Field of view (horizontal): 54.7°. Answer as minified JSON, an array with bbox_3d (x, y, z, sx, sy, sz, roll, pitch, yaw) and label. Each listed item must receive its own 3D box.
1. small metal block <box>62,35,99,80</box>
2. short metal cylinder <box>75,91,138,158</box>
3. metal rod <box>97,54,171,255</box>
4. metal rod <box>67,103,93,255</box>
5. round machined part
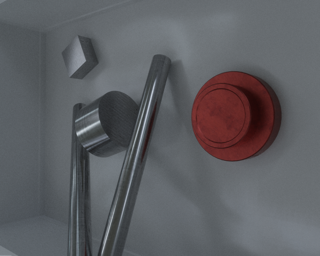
[{"bbox_3d":[-0.133,-0.116,0.514,0.050,0.025,0.050,-32,70,35],"label":"small metal block"},{"bbox_3d":[-0.067,-0.004,0.424,0.050,0.081,0.080,-23,76,37],"label":"short metal cylinder"},{"bbox_3d":[-0.031,0.047,0.353,0.025,0.025,0.299,-4,63,39],"label":"metal rod"},{"bbox_3d":[-0.103,0.061,0.401,0.025,0.025,0.300,-53,31,26],"label":"metal rod"},{"bbox_3d":[0.074,-0.012,0.333,0.098,0.042,0.097,0,90,39],"label":"round machined part"}]
